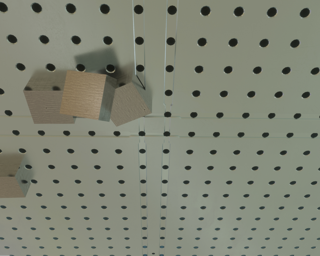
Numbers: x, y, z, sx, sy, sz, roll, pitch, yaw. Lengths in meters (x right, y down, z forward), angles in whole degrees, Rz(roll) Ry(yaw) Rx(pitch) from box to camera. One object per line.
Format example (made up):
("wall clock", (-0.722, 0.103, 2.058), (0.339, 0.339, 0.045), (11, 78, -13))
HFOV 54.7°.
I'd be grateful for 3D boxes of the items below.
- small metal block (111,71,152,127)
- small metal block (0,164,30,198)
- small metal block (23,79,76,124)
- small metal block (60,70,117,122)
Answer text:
("small metal block", (-0.044, -0.035, 0.381), (0.050, 0.025, 0.050), (-21, 128, 16))
("small metal block", (-0.237, 0.083, 0.479), (0.050, 0.025, 0.050), (-2, 130, 1))
("small metal block", (-0.133, -0.032, 0.382), (0.050, 0.025, 0.050), (0, 130, -1))
("small metal block", (-0.081, -0.036, 0.352), (0.050, 0.025, 0.050), (10, 89, 19))
